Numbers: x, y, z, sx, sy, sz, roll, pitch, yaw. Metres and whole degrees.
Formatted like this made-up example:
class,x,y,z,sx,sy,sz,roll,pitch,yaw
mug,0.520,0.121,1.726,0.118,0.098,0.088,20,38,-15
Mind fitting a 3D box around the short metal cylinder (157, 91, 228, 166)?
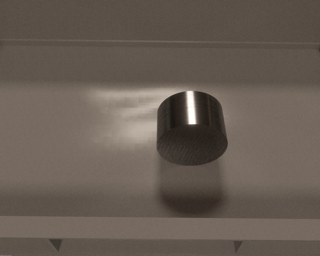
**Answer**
class,x,y,z,sx,sy,sz,roll,pitch,yaw
short metal cylinder,0.037,0.002,0.368,0.081,0.080,0.050,0,50,0
